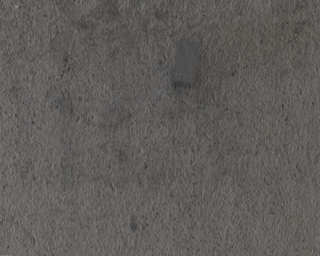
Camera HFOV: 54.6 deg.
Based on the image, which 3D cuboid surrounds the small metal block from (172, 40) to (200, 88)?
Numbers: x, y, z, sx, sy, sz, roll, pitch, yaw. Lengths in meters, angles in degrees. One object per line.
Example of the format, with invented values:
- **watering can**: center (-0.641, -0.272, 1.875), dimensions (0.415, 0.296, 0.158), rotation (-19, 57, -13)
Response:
- **small metal block**: center (0.032, -0.080, 0.398), dimensions (0.025, 0.050, 0.050), rotation (8, 90, 0)
